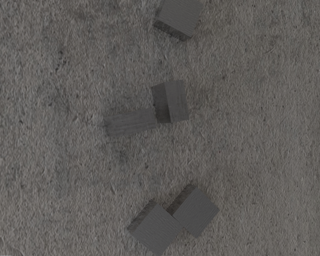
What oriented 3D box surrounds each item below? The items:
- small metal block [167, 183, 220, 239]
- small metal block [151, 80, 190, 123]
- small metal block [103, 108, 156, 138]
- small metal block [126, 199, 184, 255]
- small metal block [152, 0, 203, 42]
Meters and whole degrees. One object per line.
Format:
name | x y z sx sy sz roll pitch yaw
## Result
small metal block | 0.045 0.113 0.426 0.050 0.025 0.050 46 75 -14
small metal block | 0.012 -0.033 0.400 0.025 0.050 0.050 -11 94 -20
small metal block | -0.038 -0.007 0.381 0.050 0.050 0.025 -13 95 -20
small metal block | -0.006 0.131 0.407 0.050 0.025 0.050 45 76 -15
small metal block | 0.024 -0.153 0.417 0.050 0.025 0.050 22 83 -19
